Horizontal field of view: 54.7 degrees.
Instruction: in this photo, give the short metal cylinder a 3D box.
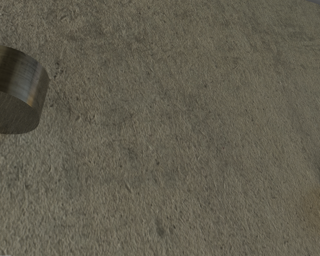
[{"bbox_3d":[-0.156,-0.035,0.306,0.081,0.080,0.050,14,56,-21],"label":"short metal cylinder"}]
